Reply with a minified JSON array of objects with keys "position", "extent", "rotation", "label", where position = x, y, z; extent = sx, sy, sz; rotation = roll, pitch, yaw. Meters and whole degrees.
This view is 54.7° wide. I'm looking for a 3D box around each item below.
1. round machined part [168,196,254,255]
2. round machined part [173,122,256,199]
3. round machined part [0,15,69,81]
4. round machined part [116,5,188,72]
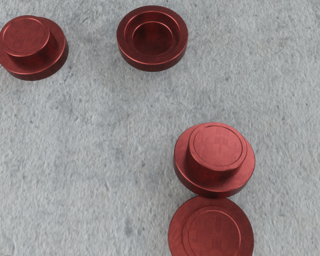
[{"position":[0.059,0.125,0.354],"extent":[0.099,0.042,0.098],"rotation":[0,70,-1],"label":"round machined part"},{"position":[0.066,0.032,0.375],"extent":[0.099,0.042,0.098],"rotation":[2,53,-2],"label":"round machined part"},{"position":[-0.185,-0.120,0.441],"extent":[0.099,0.042,0.098],"rotation":[0,70,-1],"label":"round machined part"},{"position":[-0.011,-0.123,0.444],"extent":[0.099,0.042,0.098],"rotation":[0,70,-1],"label":"round machined part"}]
